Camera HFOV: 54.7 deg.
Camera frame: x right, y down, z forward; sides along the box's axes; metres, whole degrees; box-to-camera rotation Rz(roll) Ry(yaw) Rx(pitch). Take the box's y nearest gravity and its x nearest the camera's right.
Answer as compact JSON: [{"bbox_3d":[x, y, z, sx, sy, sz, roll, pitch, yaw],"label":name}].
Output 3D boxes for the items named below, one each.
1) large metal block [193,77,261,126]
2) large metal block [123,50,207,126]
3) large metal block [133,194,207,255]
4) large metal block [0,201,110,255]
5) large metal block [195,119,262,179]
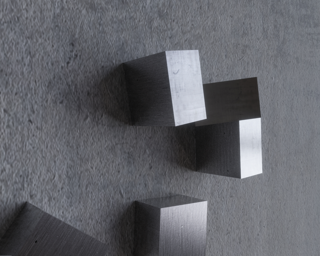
[{"bbox_3d":[0.080,-0.036,0.414,0.080,0.080,0.050,-8,97,1],"label":"large metal block"},{"bbox_3d":[0.004,-0.046,0.372,0.050,0.080,0.079,-14,99,-39],"label":"large metal block"},{"bbox_3d":[0.014,0.134,0.400,0.081,0.050,0.080,3,88,-40],"label":"large metal block"},{"bbox_3d":[-0.110,0.129,0.296,0.080,0.050,0.080,43,64,-31],"label":"large metal block"},{"bbox_3d":[0.098,0.025,0.451,0.050,0.080,0.079,-4,93,-40],"label":"large metal block"}]
